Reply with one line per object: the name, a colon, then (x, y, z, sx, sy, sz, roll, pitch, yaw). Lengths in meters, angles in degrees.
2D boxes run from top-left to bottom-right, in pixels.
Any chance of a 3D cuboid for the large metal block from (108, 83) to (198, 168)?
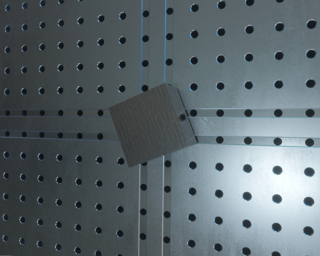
large metal block: (-0.008, -0.002, 0.398, 0.080, 0.050, 0.080, -22, 83, 18)
